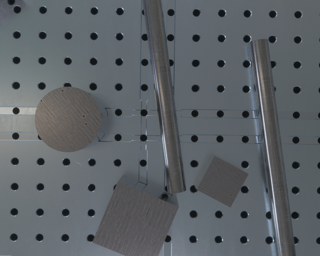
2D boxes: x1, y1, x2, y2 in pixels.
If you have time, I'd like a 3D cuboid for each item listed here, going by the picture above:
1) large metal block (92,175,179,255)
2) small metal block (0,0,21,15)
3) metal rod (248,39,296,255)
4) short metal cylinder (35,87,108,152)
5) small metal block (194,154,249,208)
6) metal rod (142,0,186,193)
[{"bbox_3d":[-0.030,0.117,0.401,0.080,0.050,0.080,23,90,0],"label":"large metal block"},{"bbox_3d":[-0.224,-0.182,0.411,0.050,0.025,0.050,-35,90,0],"label":"small metal block"},{"bbox_3d":[0.151,0.032,0.414,0.025,0.025,0.298,-7,90,0],"label":"metal rod"},{"bbox_3d":[-0.111,-0.011,0.400,0.081,0.050,0.079,0,90,0],"label":"short metal cylinder"},{"bbox_3d":[0.081,0.070,0.414,0.050,0.025,0.050,28,90,0],"label":"small metal block"},{"bbox_3d":[0.003,-0.064,0.413,0.025,0.025,0.298,-7,90,0],"label":"metal rod"}]
